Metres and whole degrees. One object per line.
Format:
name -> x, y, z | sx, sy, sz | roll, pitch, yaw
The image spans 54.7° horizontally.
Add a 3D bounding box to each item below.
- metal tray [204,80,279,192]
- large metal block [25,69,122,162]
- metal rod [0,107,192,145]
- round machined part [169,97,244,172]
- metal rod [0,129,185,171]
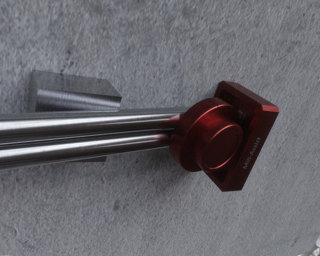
metal tray -> 0.097, 0.011, 0.427 | 0.030, 0.090, 0.129 | 4, 117, -31
large metal block -> -0.095, -0.011, 0.330 | 0.081, 0.050, 0.079 | 3, 117, -30
metal rod -> -0.024, -0.009, 0.333 | 0.302, 0.025, 0.025 | -5, 122, -41
round machined part -> 0.063, 0.015, 0.380 | 0.099, 0.042, 0.097 | -23, 133, -27
metal rod -> -0.032, 0.015, 0.343 | 0.302, 0.025, 0.025 | -5, 122, -41
